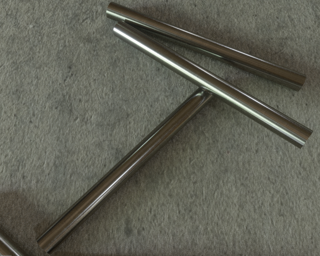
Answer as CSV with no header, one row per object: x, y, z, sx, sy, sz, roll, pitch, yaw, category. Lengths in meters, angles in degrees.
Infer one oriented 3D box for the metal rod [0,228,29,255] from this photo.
-0.126,0.178,0.341,0.300,0.025,0.025,37,74,12,metal rod

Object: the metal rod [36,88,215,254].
-0.027,0.036,0.394,0.301,0.025,0.025,-43,76,-14,metal rod

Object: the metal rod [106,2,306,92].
0.061,-0.121,0.453,0.301,0.025,0.025,23,72,8,metal rod

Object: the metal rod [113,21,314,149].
0.054,-0.067,0.408,0.300,0.025,0.025,35,73,21,metal rod
